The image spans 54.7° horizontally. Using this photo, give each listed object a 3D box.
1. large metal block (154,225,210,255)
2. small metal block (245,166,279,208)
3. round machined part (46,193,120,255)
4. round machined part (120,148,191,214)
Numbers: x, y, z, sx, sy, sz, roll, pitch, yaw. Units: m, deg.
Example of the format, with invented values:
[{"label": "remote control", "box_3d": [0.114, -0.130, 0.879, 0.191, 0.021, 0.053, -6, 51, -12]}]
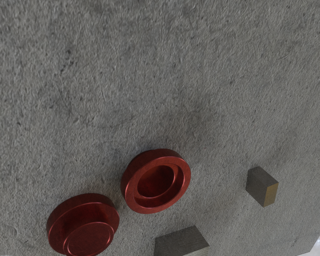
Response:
[{"label": "large metal block", "box_3d": [0.036, 0.232, 0.556, 0.081, 0.050, 0.079, -10, 123, -24]}, {"label": "small metal block", "box_3d": [0.183, 0.105, 0.559, 0.025, 0.050, 0.050, -16, 125, -20]}, {"label": "round machined part", "box_3d": [-0.103, 0.142, 0.429, 0.099, 0.042, 0.097, -14, 125, -21]}, {"label": "round machined part", "box_3d": [-0.009, 0.070, 0.435, 0.099, 0.042, 0.097, -14, 125, -21]}]
